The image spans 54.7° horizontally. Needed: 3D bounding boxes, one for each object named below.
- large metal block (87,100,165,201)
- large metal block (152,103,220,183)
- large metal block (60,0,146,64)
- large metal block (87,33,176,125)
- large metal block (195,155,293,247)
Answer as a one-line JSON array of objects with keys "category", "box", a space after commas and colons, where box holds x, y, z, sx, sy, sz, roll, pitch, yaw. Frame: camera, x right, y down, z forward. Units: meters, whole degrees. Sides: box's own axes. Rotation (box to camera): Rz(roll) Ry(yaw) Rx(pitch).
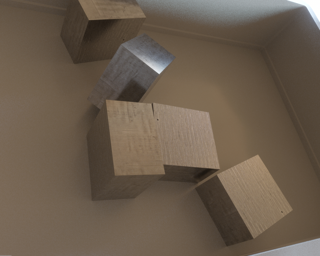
[{"category": "large metal block", "box": [-0.041, 0.027, 0.333, 0.050, 0.080, 0.080, 3, 61, -27]}, {"category": "large metal block", "box": [0.021, 0.021, 0.390, 0.081, 0.050, 0.080, 8, 58, -24]}, {"category": "large metal block", "box": [-0.078, -0.135, 0.412, 0.081, 0.080, 0.050, -17, 71, -35]}, {"category": "large metal block", "box": [-0.032, -0.062, 0.377, 0.050, 0.080, 0.080, 38, 29, -3]}, {"category": "large metal block", "box": [0.106, 0.090, 0.394, 0.081, 0.050, 0.080, -17, 71, -35]}]
